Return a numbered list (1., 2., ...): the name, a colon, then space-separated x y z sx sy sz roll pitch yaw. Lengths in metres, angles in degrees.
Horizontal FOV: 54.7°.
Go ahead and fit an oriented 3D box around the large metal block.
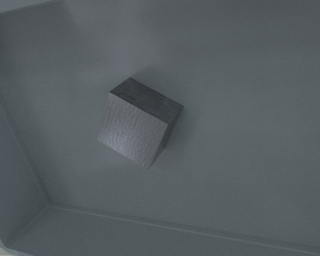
1. large metal block: -0.027 -0.006 0.402 0.080 0.050 0.079 29 128 9
